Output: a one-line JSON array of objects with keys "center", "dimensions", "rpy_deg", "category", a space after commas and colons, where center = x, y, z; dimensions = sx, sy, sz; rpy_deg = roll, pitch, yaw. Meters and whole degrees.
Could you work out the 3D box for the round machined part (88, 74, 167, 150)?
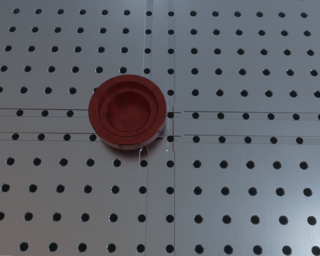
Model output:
[{"center": [-0.041, -0.018, 0.409], "dimensions": [0.099, 0.042, 0.098], "rpy_deg": [0, 70, 0], "category": "round machined part"}]
